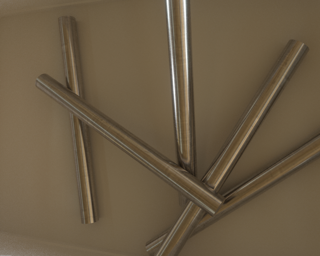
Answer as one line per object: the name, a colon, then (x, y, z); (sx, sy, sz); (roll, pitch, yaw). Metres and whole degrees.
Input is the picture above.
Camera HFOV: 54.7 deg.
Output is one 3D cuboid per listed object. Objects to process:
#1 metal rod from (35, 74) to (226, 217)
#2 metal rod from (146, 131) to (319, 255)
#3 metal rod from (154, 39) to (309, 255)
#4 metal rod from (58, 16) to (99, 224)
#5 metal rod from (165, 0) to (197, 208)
metal rod: (-0.052, 0.010, 0.391); (0.300, 0.025, 0.025); (33, 101, 22)
metal rod: (0.104, 0.076, 0.373); (0.300, 0.025, 0.025); (-37, 78, 16)
metal rod: (0.081, 0.033, 0.365); (0.025, 0.025, 0.299); (33, 94, 17)
metal rod: (-0.119, -0.014, 0.452); (0.025, 0.025, 0.298); (-8, 87, 20)
metal rod: (0.025, -0.040, 0.341); (0.025, 0.025, 0.298); (4, 115, 20)
